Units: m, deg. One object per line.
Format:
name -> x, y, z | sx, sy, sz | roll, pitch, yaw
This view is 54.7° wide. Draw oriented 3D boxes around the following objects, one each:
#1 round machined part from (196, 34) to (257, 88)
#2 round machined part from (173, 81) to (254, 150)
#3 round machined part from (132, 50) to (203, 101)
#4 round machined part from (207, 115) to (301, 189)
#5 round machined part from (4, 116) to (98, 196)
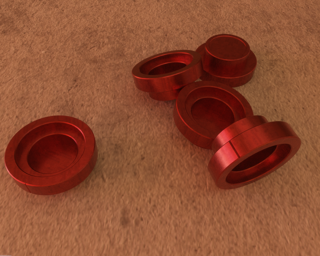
round machined part -> 0.103, -0.111, 0.487 | 0.099, 0.042, 0.098 | 0, 50, 0
round machined part -> 0.065, -0.012, 0.396 | 0.099, 0.042, 0.098 | 6, 52, -7
round machined part -> 0.013, -0.073, 0.439 | 0.098, 0.042, 0.098 | -11, 31, 7
round machined part -> 0.096, 0.023, 0.336 | 0.099, 0.097, 0.042 | -16, 57, -14
round machined part -> -0.122, 0.035, 0.361 | 0.099, 0.042, 0.098 | 0, 50, 0
